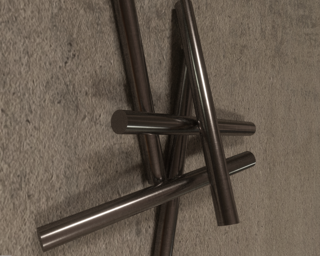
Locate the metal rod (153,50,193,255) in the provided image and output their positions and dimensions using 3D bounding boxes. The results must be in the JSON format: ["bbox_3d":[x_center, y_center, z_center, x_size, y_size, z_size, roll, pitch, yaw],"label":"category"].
[{"bbox_3d":[0.024,0.031,0.427,0.025,0.025,0.298,14,81,-40],"label":"metal rod"}]

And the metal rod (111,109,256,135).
[{"bbox_3d":[0.057,-0.002,0.424,0.302,0.025,0.025,2,89,-50],"label":"metal rod"}]

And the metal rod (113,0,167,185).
[{"bbox_3d":[-0.029,-0.076,0.381,0.025,0.025,0.298,-17,101,-39],"label":"metal rod"}]

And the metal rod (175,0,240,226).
[{"bbox_3d":[0.055,-0.032,0.394,0.025,0.025,0.299,5,68,-40],"label":"metal rod"}]

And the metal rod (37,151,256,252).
[{"bbox_3d":[0.007,0.079,0.384,0.303,0.025,0.025,-14,100,-31],"label":"metal rod"}]
